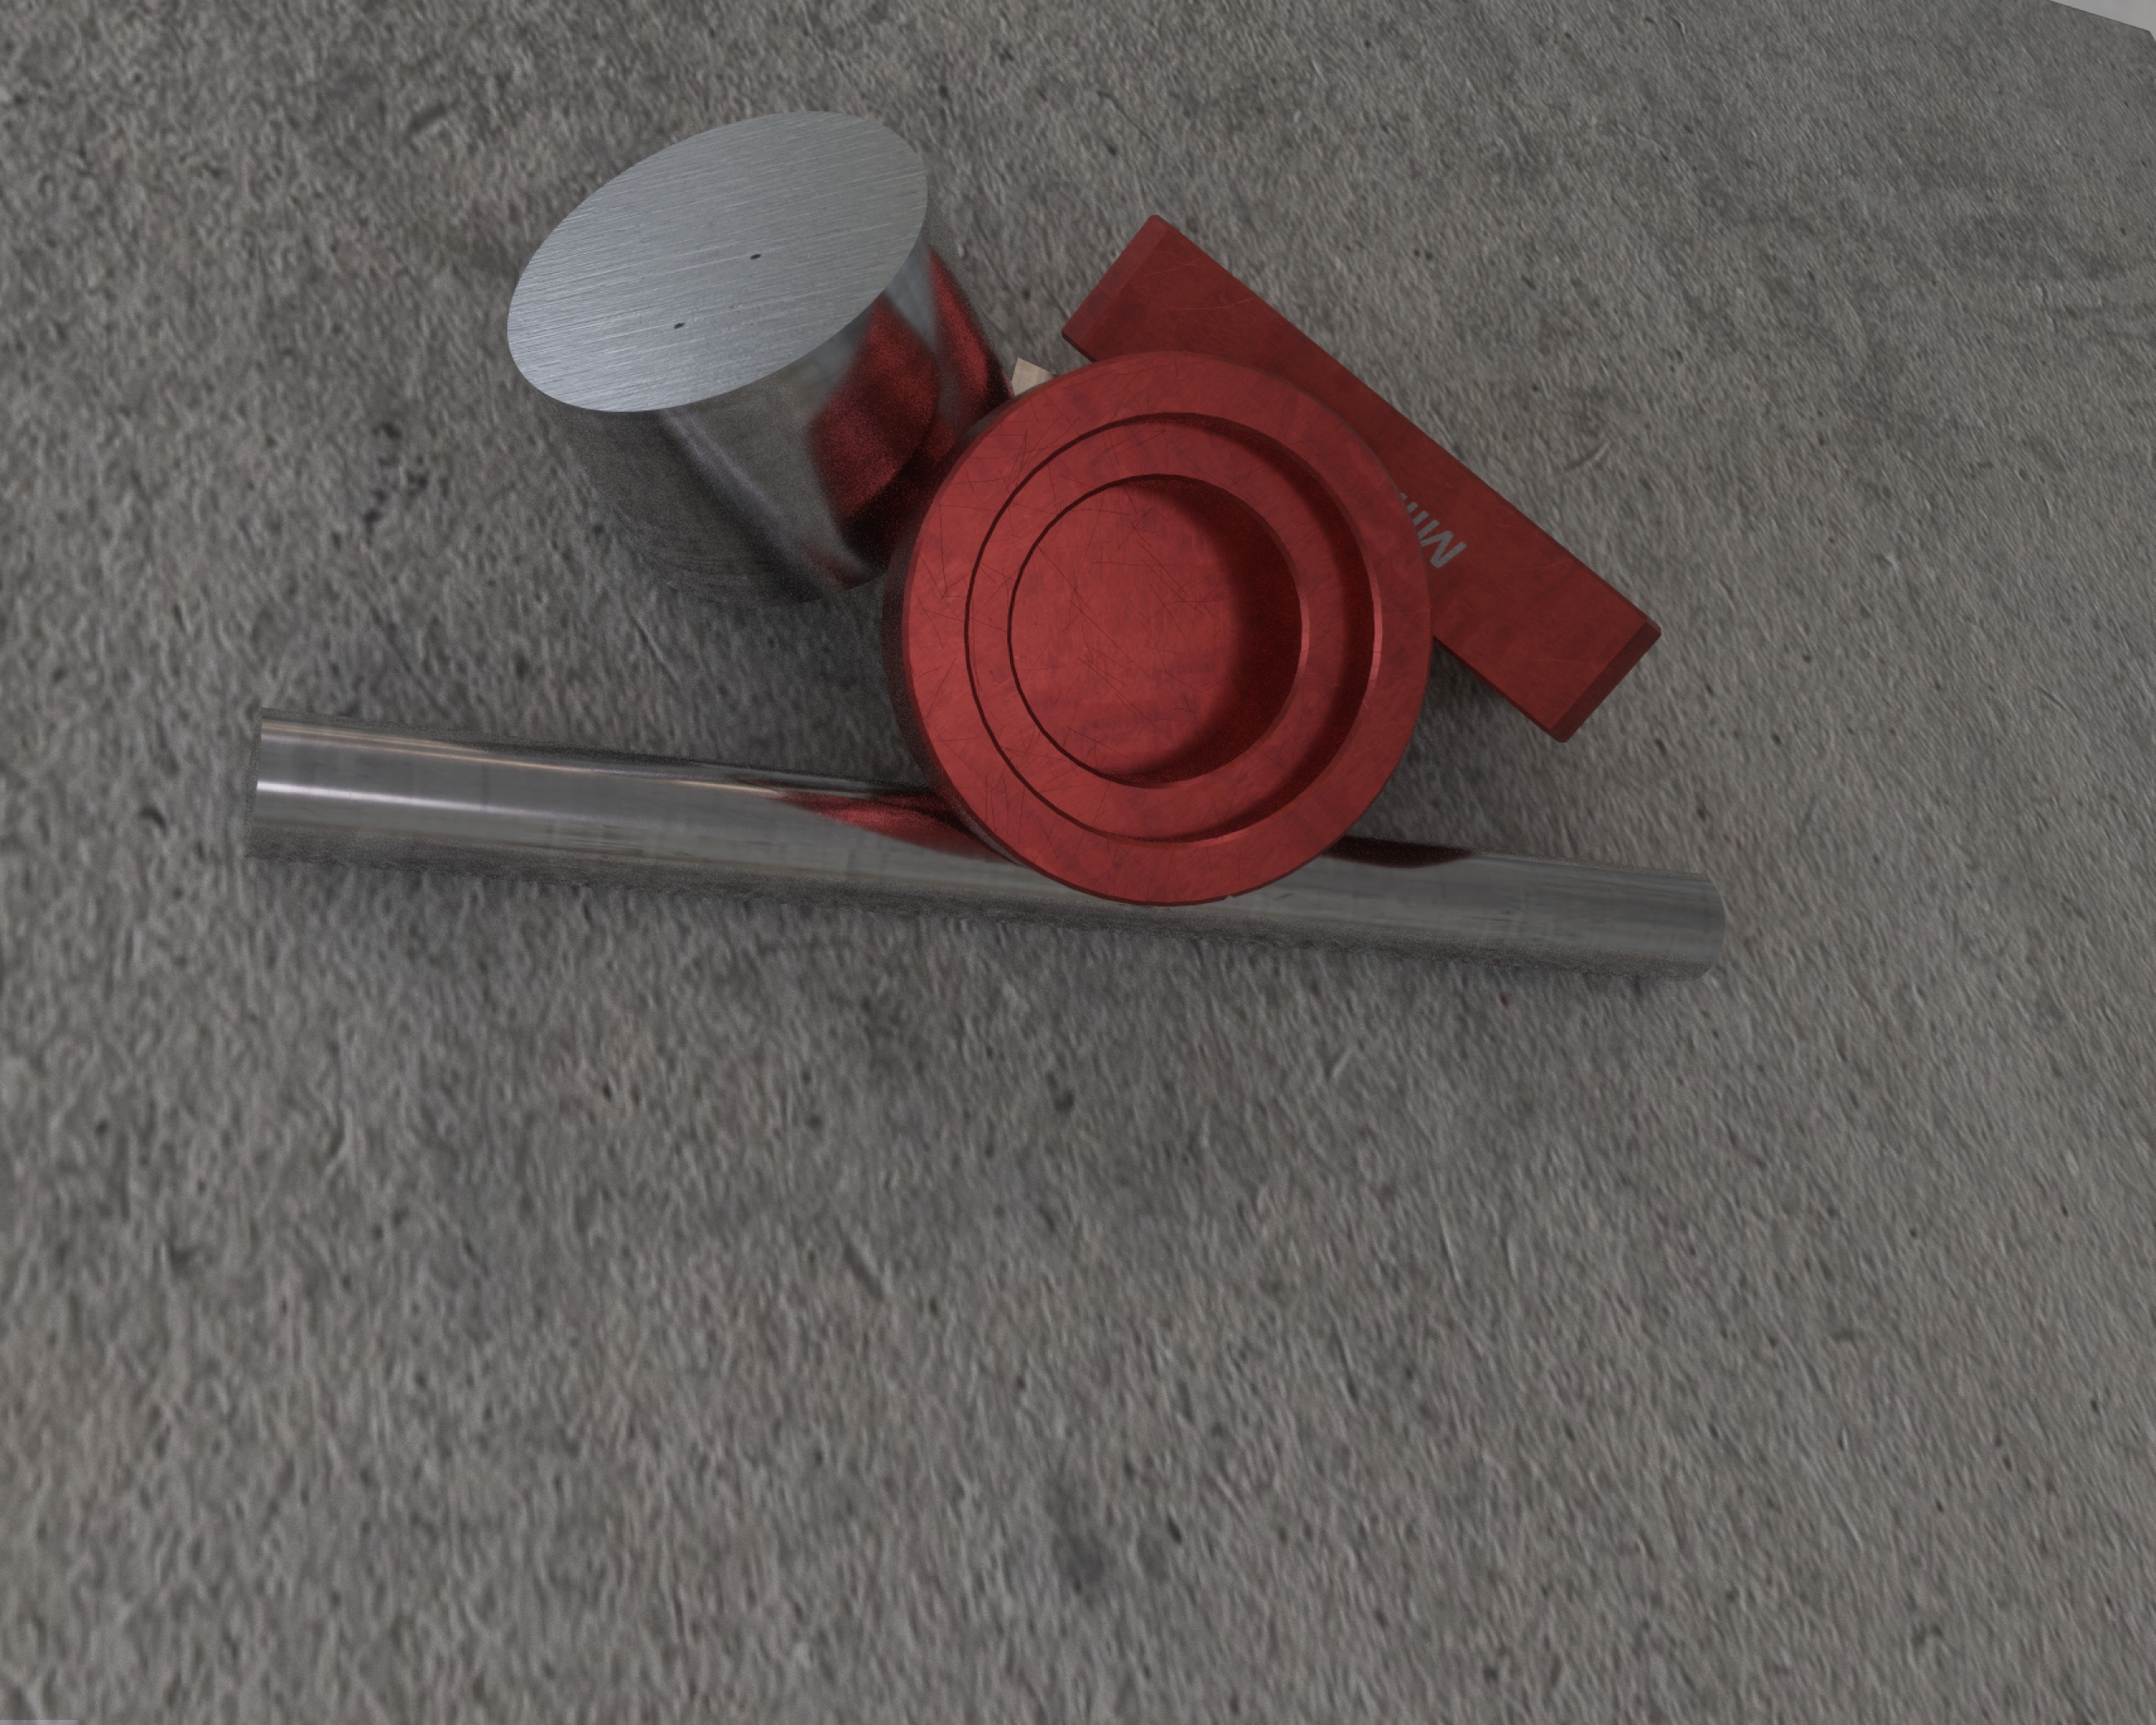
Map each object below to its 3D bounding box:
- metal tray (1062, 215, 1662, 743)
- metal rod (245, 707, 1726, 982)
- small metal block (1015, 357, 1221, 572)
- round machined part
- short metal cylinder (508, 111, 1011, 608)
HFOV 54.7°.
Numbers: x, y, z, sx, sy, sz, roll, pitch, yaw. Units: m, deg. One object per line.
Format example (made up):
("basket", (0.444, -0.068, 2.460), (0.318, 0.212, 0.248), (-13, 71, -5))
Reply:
("metal tray", (0.061, -0.083, 0.452), (0.130, 0.030, 0.090), (39, 13, -2))
("metal rod", (0.001, 0.001, 0.405), (0.302, 0.025, 0.025), (6, 59, -25))
("small metal block", (-0.002, -0.069, 0.428), (0.050, 0.050, 0.025), (21, 54, -16))
("round machined part", (0.012, -0.043, 0.387), (0.099, 0.042, 0.097), (-2, 97, -16))
("short metal cylinder", (-0.058, -0.094, 0.390), (0.080, 0.050, 0.080), (-10, 52, 13))
